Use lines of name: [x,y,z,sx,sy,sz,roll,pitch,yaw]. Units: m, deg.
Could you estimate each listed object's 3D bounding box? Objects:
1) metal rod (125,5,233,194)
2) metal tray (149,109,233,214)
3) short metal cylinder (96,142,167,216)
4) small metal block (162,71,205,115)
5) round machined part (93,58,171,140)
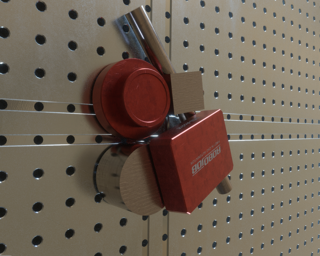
metal rod: [0.036,-0.024,0.435,0.025,0.025,0.299,-44,117,-31]
metal tray: [0.046,0.036,0.390,0.131,0.030,0.089,-28,109,-50]
short metal cylinder: [-0.027,0.058,0.365,0.081,0.050,0.079,0,90,-40]
small metal block: [0.028,-0.046,0.398,0.050,0.025,0.050,-12,101,-34]
round machined part: [-0.026,-0.035,0.370,0.099,0.042,0.097,0,90,-39]
